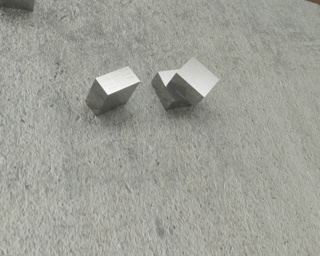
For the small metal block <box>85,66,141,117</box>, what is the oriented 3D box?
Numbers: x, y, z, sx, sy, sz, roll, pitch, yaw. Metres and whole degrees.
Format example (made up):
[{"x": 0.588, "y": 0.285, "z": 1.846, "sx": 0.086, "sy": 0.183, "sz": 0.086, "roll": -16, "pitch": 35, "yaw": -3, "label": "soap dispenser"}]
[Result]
[{"x": -0.059, "y": -0.045, "z": 0.383, "sx": 0.050, "sy": 0.050, "sz": 0.025, "roll": -30, "pitch": 79, "yaw": -38, "label": "small metal block"}]

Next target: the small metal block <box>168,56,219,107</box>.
[{"x": 0.048, "y": -0.066, "z": 0.438, "sx": 0.050, "sy": 0.025, "sz": 0.050, "roll": 42, "pitch": 51, "yaw": 0, "label": "small metal block"}]

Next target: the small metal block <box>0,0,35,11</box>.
[{"x": -0.188, "y": -0.181, "z": 0.397, "sx": 0.050, "sy": 0.050, "sz": 0.025, "roll": -2, "pitch": 63, "yaw": -29, "label": "small metal block"}]

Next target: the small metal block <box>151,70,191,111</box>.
[{"x": 0.023, "y": -0.057, "z": 0.450, "sx": 0.050, "sy": 0.025, "sz": 0.050, "roll": -14, "pitch": 69, "yaw": -34, "label": "small metal block"}]
